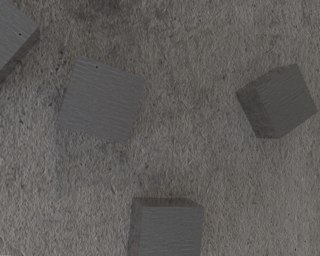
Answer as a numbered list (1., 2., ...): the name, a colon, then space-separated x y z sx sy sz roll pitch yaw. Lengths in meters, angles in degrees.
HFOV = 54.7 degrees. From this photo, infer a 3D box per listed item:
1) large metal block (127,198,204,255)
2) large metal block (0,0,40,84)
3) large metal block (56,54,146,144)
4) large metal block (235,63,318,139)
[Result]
1. large metal block: 0.006 0.135 0.398 0.081 0.050 0.080 6 88 -20
2. large metal block: -0.187 -0.098 0.327 0.080 0.050 0.080 38 78 -16
3. large metal block: -0.072 -0.031 0.369 0.081 0.050 0.080 18 84 -19
4. large metal block: 0.172 -0.039 0.459 0.080 0.050 0.080 -31 100 -17
